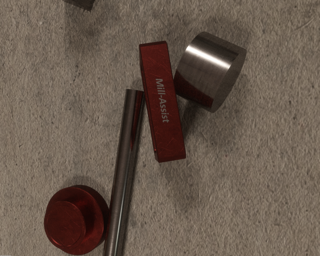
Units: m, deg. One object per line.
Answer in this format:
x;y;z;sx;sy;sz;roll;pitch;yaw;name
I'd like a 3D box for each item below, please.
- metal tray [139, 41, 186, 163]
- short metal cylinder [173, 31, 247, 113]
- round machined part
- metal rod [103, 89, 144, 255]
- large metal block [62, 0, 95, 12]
0.000;-0.027;0.371;0.030;0.090;0.129;-9;87;-4;metal tray
0.058;-0.064;0.359;0.050;0.080;0.080;30;100;17;short metal cylinder
-0.124;0.134;0.442;0.098;0.042;0.097;0;90;19;round machined part
-0.055;0.096;0.427;0.025;0.025;0.298;9;93;19;metal rod
-0.122;-0.218;0.421;0.050;0.080;0.080;27;99;18;large metal block
